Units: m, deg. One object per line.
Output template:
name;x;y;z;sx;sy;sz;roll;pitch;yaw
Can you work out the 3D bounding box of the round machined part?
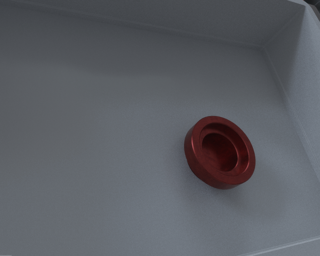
round machined part;0.075;0.036;0.415;0.099;0.042;0.098;14;56;-21
